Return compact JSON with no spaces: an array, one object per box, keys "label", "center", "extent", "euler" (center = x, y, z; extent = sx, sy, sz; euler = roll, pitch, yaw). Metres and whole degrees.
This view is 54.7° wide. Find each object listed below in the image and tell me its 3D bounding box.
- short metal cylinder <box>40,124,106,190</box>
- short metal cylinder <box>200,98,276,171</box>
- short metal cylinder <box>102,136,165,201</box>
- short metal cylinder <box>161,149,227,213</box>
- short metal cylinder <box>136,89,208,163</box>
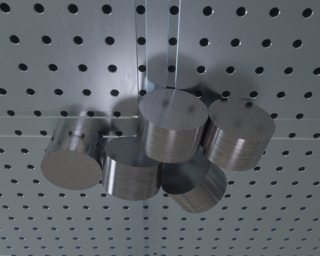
[{"label":"short metal cylinder","center":[-0.117,0.042,0.429],"extent":[0.081,0.050,0.079],"euler":[0,130,0]},{"label":"short metal cylinder","center":[0.093,0.006,0.382],"extent":[0.081,0.080,0.050],"euler":[7,130,-6]},{"label":"short metal cylinder","center":[-0.035,0.052,0.412],"extent":[0.081,0.080,0.050],"euler":[7,114,-6]},{"label":"short metal cylinder","center":[0.047,0.072,0.437],"extent":[0.080,0.080,0.050],"euler":[-26,126,20]},{"label":"short metal cylinder","center":[0.013,-0.004,0.372],"extent":[0.081,0.080,0.050],"euler":[6,130,-5]}]
